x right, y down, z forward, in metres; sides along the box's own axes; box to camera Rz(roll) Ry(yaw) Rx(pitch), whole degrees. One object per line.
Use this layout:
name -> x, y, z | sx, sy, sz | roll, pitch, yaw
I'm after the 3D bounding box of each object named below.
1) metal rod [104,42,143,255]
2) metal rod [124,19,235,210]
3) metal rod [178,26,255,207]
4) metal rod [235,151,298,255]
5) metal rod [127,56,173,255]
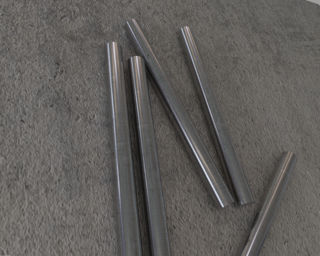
metal rod -> -0.046, 0.019, 0.367 | 0.025, 0.025, 0.299 | 6, 59, -25
metal rod -> 0.020, -0.031, 0.432 | 0.025, 0.025, 0.299 | -14, 69, -34
metal rod -> 0.077, -0.032, 0.464 | 0.025, 0.025, 0.299 | 0, 62, -28
metal rod -> 0.122, 0.132, 0.388 | 0.025, 0.025, 0.301 | 42, 51, 1
metal rod -> -0.014, 0.037, 0.373 | 0.025, 0.025, 0.299 | 6, 59, -25
